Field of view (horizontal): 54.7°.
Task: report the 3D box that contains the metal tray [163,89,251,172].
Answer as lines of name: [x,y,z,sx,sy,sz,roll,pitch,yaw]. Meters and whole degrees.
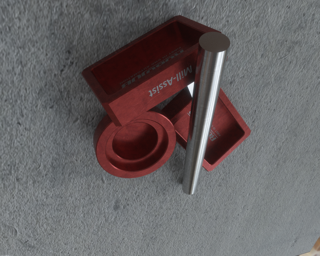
metal tray: [0.066,-0.003,0.441,0.090,0.030,0.130,-44,130,2]

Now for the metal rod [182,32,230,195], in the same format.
metal rod: [0.046,0.013,0.374,0.025,0.025,0.299,-24,149,-14]

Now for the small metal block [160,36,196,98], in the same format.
small metal block: [0.029,-0.070,0.360,0.025,0.050,0.050,-35,144,-2]

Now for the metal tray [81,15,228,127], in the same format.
metal tray: [-0.009,-0.065,0.322,0.131,0.090,0.030,-33,129,-8]

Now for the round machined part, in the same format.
round machined part: [-0.033,0.011,0.383,0.099,0.042,0.097,-11,125,-15]
